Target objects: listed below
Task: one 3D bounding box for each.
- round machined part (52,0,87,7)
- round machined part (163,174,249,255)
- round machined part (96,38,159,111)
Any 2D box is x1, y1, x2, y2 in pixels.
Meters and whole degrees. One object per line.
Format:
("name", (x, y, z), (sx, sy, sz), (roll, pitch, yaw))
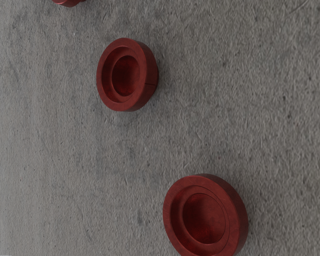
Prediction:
("round machined part", (-0.142, -0.249, 0.511), (0.098, 0.042, 0.097), (0, 90, 40))
("round machined part", (0.054, 0.100, 0.350), (0.098, 0.042, 0.097), (0, 90, 40))
("round machined part", (-0.040, -0.071, 0.427), (0.098, 0.042, 0.097), (0, 90, 40))
